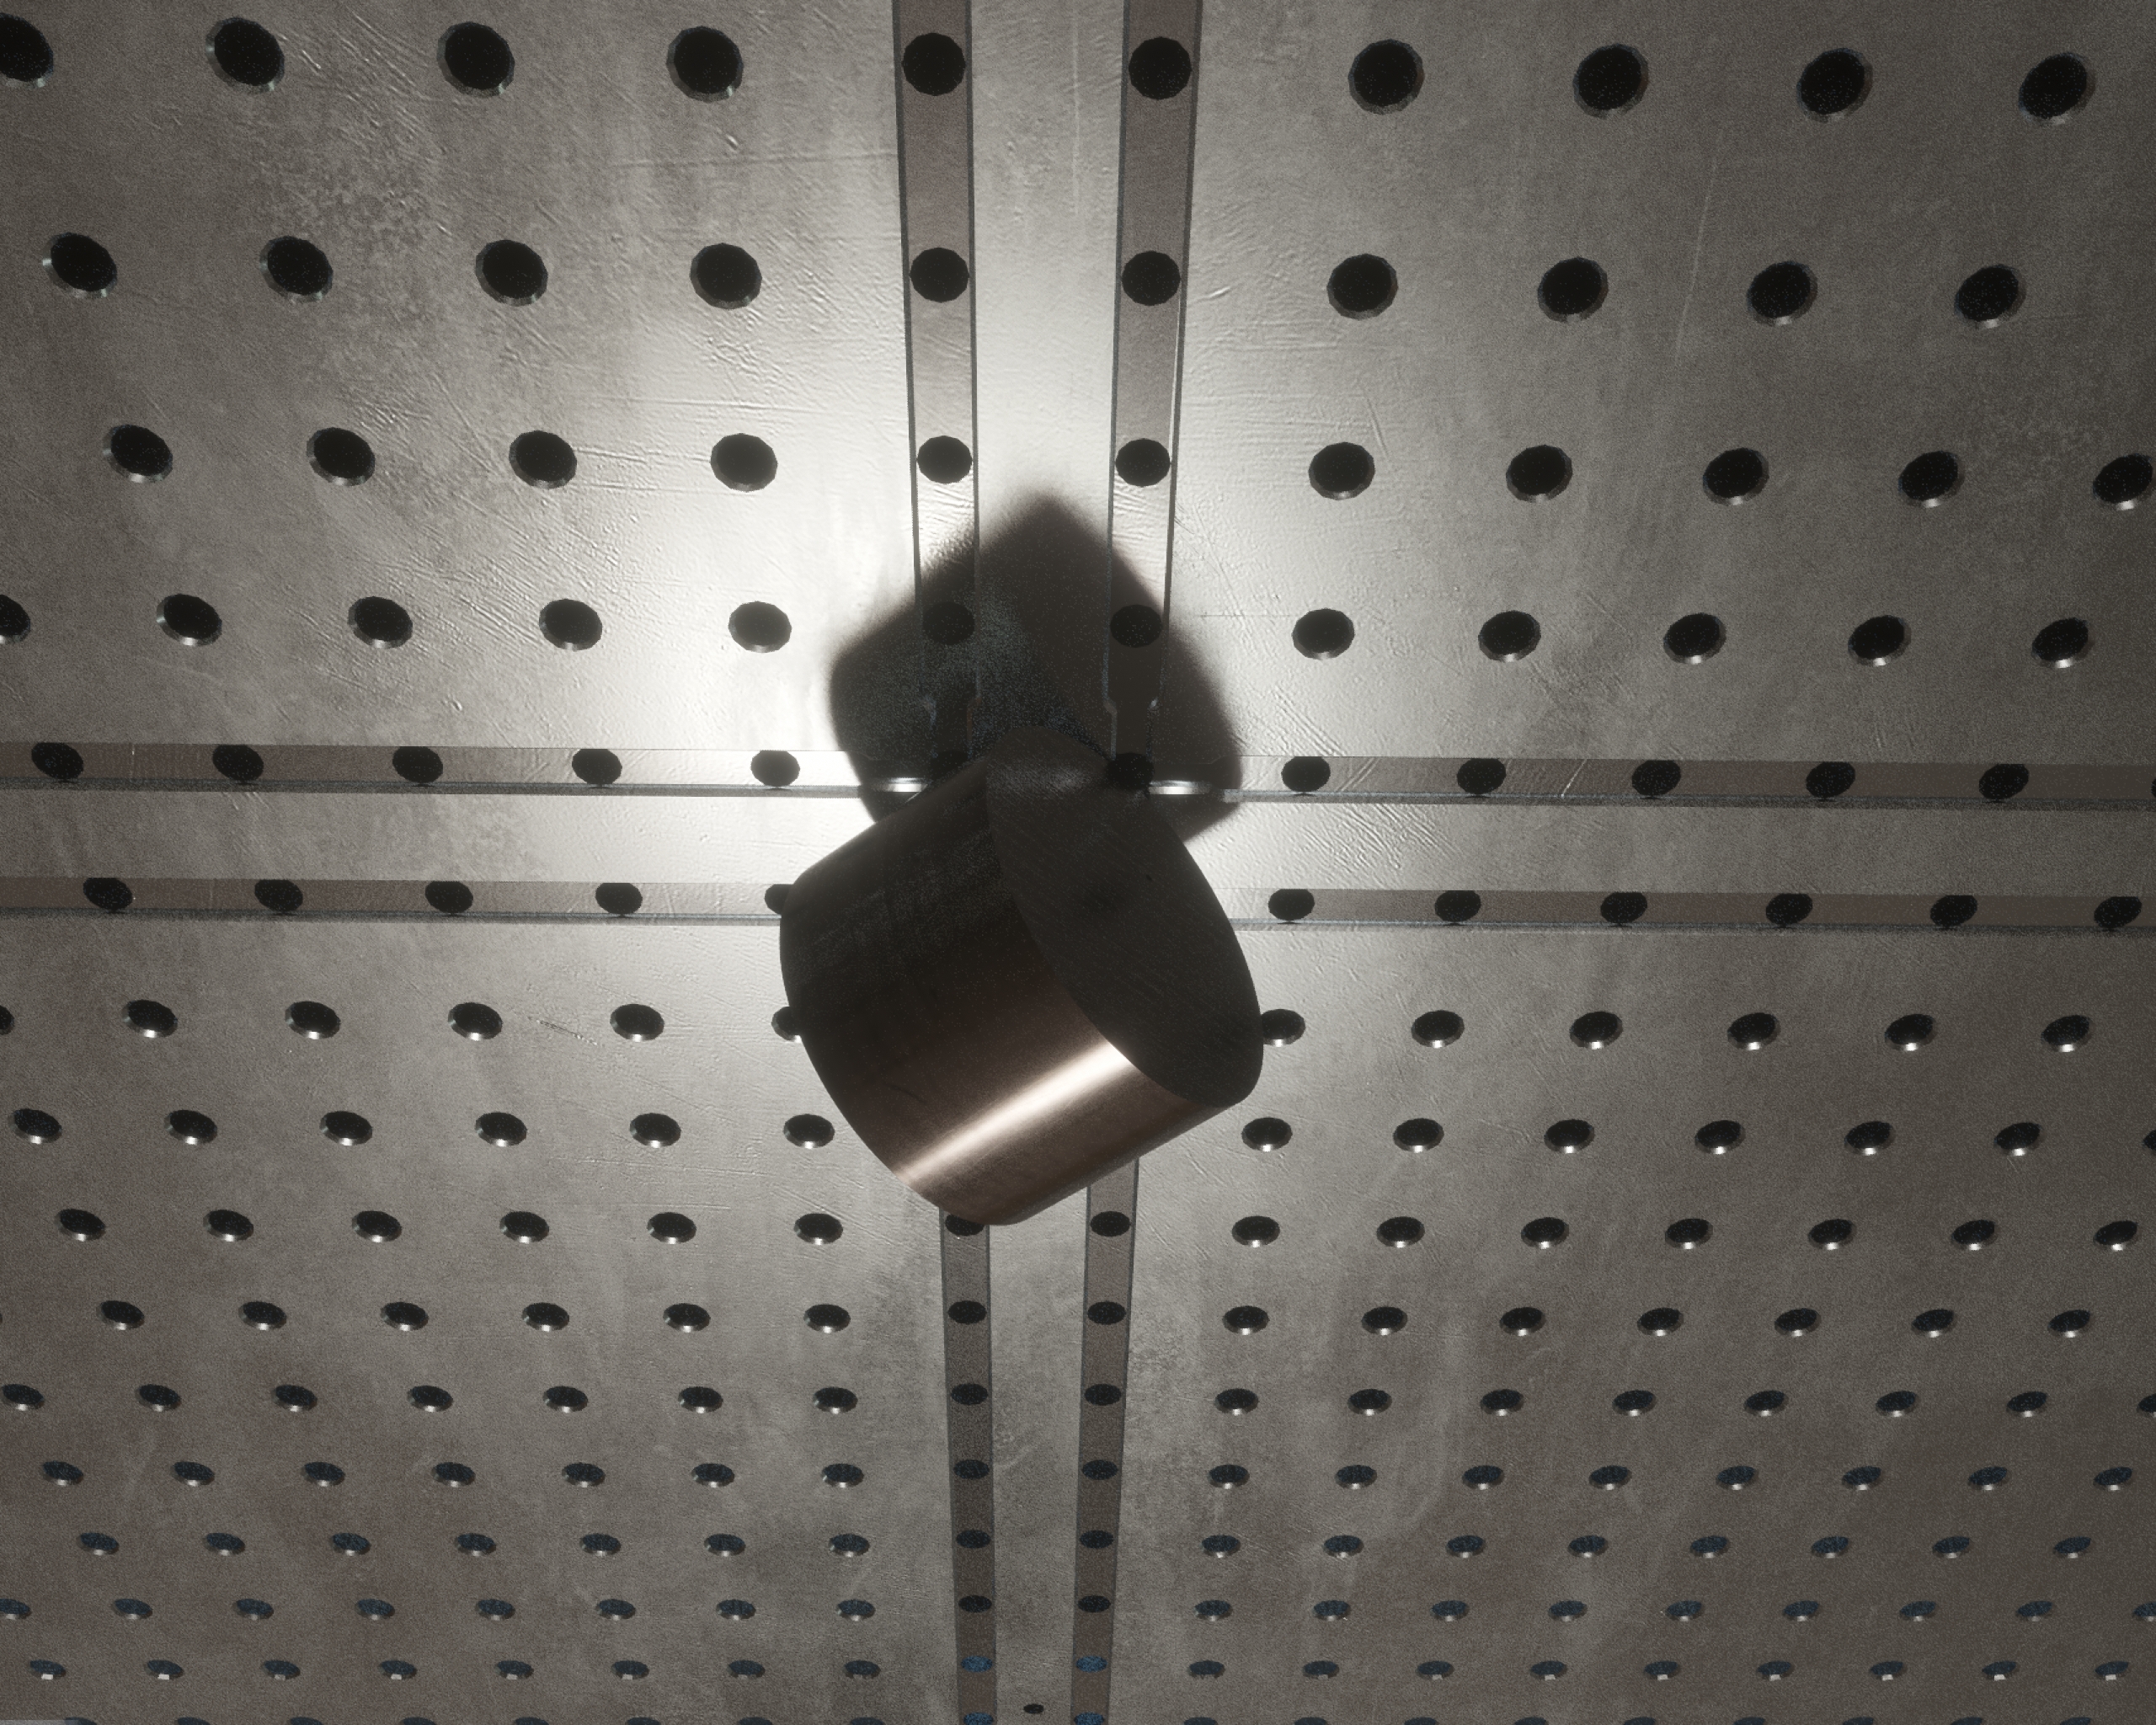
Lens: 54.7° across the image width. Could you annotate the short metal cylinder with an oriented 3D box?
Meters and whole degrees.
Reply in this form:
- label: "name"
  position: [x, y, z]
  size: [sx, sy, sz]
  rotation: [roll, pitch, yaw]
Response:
- label: "short metal cylinder"
  position: [-0.009, 0.021, 0.393]
  size: [0.050, 0.080, 0.080]
  rotation: [-33, 123, 24]
